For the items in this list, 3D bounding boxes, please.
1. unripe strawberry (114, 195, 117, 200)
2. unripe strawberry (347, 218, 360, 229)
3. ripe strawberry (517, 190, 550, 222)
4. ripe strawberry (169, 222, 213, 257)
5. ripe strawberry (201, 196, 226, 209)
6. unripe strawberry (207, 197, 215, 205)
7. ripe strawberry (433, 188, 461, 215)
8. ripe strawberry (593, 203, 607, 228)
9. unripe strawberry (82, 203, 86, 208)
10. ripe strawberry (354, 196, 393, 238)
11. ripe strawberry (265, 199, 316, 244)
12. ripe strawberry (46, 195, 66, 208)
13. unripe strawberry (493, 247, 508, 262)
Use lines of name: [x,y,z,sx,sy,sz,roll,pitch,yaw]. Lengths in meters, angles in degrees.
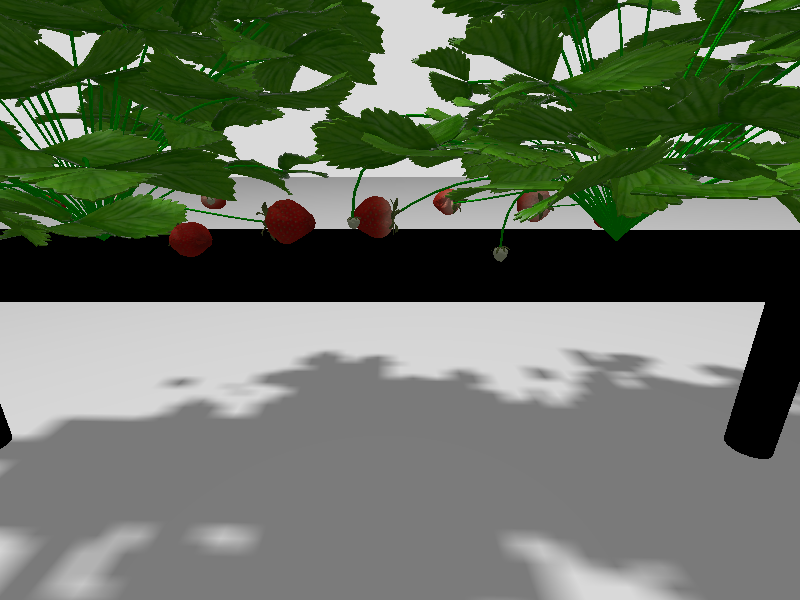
unripe strawberry: [-0.303,-0.101,0.443,0.035,0.032,0.032,-8,20,-22]
unripe strawberry: [-0.038,-0.063,0.326,0.010,0.010,0.009,-2,19,-5]
ripe strawberry: [0.156,-0.114,0.476,0.040,0.042,0.043,-4,19,-13]
ripe strawberry: [-0.145,-0.042,0.280,0.025,0.024,0.027,12,22,30]
ripe strawberry: [-0.263,-0.141,0.567,0.034,0.030,0.031,0,-18,-1]
unripe strawberry: [-0.256,-0.134,0.542,0.011,0.010,0.010,0,19,1]
ripe strawberry: [0.061,-0.128,0.521,0.038,0.034,0.034,-13,22,-33]
ripe strawberry: [0.214,-0.089,0.417,0.023,0.026,0.025,6,19,17]
unripe strawberry: [-0.400,-0.120,0.511,0.009,0.010,0.010,-15,24,-37]
ripe strawberry: [-0.025,-0.073,0.353,0.037,0.036,0.040,0,19,2]
ripe strawberry: [-0.088,-0.063,0.325,0.036,0.036,0.040,3,19,7]
ripe strawberry: [-0.436,-0.117,0.500,0.031,0.030,0.028,9,20,42]
unripe strawberry: [0.067,-0.030,0.267,0.010,0.010,0.009,-13,22,-33]
